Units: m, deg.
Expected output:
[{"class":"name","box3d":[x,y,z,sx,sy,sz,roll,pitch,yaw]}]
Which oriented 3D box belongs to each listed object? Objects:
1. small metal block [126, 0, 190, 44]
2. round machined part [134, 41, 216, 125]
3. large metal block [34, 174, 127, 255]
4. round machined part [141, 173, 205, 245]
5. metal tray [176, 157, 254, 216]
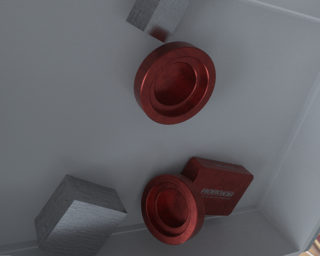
[{"class":"small metal block","box3d":[-0.001,-0.121,0.321,0.050,0.025,0.050,-59,157,14]},{"class":"round machined part","box3d":[0.014,-0.056,0.371,0.099,0.042,0.097,-15,127,-21]},{"class":"large metal block","box3d":[-0.105,0.118,0.409,0.080,0.050,0.080,28,103,-38]},{"class":"round machined part","box3d":[0.023,0.115,0.452,0.042,0.098,0.097,4,118,-53]},{"class":"metal tray","box3d":[0.086,0.101,0.515,0.131,0.030,0.089,14,111,-36]}]
